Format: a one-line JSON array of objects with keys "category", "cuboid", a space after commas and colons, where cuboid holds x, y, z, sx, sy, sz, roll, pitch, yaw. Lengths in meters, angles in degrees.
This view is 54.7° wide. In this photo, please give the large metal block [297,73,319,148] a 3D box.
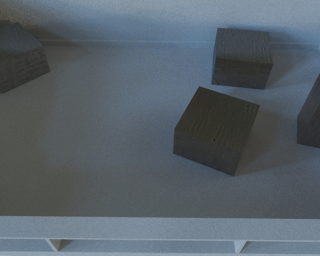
[{"category": "large metal block", "cuboid": [0.226, -0.015, 0.385, 0.080, 0.080, 0.050, 13, 51, 10]}]

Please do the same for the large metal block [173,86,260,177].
[{"category": "large metal block", "cuboid": [0.070, 0.002, 0.388, 0.080, 0.050, 0.080, 20, 53, 15]}]

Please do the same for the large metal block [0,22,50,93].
[{"category": "large metal block", "cuboid": [-0.231, -0.110, 0.475, 0.081, 0.050, 0.080, -33, 59, -28]}]

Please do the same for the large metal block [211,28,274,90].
[{"category": "large metal block", "cuboid": [0.125, -0.109, 0.482, 0.080, 0.050, 0.080, 7, 50, 5]}]
